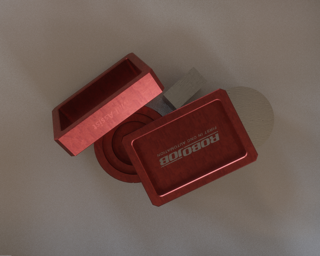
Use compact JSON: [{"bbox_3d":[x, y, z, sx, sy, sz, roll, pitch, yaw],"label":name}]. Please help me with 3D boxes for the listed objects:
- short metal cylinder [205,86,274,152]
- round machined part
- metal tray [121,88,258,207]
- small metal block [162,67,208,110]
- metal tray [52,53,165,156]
[{"bbox_3d":[0.098,-0.011,0.398,0.081,0.050,0.079,0,90,-1],"label":"short metal cylinder"},{"bbox_3d":[-0.032,0.019,0.402,0.099,0.042,0.097,0,90,-1],"label":"round machined part"},{"bbox_3d":[0.033,0.022,0.360,0.130,0.030,0.090,-26,90,4],"label":"metal tray"},{"bbox_3d":[0.030,-0.048,0.397,0.050,0.050,0.025,-43,90,-2],"label":"small metal block"},{"bbox_3d":[-0.067,-0.033,0.375,0.130,0.090,0.030,-36,122,-1],"label":"metal tray"}]
